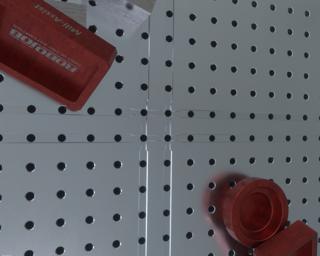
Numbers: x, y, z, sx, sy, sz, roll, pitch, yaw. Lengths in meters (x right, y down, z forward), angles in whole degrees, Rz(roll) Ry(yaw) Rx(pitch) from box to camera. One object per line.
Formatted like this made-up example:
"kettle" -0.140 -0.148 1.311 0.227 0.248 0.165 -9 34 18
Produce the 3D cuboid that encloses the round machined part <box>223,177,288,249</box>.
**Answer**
"round machined part" 0.134 0.120 0.454 0.099 0.042 0.097 0 90 -20

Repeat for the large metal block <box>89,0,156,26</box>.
"large metal block" -0.041 -0.188 0.384 0.080 0.050 0.080 21 83 -19

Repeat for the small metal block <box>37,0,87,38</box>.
"small metal block" -0.114 -0.124 0.357 0.050 0.050 0.025 1 90 -20

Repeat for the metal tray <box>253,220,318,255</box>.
"metal tray" 0.186 0.209 0.455 0.091 0.030 0.129 -24 120 -18

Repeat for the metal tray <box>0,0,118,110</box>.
"metal tray" -0.124 -0.083 0.332 0.131 0.090 0.030 31 44 -18
